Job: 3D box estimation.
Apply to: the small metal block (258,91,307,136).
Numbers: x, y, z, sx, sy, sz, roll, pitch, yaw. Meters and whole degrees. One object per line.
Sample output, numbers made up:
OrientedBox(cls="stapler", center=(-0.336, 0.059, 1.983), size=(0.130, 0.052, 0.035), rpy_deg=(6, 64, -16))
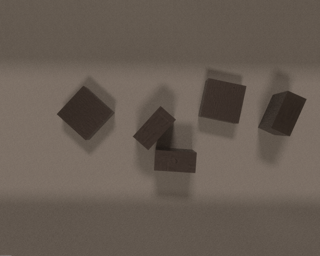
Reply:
OrientedBox(cls="small metal block", center=(0.157, -0.018, 0.401), size=(0.025, 0.050, 0.050), rpy_deg=(24, 90, 0))

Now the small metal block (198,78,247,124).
OrientedBox(cls="small metal block", center=(0.082, -0.035, 0.413), size=(0.050, 0.025, 0.050), rpy_deg=(12, 90, -1))

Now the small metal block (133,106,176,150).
OrientedBox(cls="small metal block", center=(-0.007, 0.000, 0.399), size=(0.025, 0.050, 0.050), rpy_deg=(42, 90, -1))

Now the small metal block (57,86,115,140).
OrientedBox(cls="small metal block", center=(-0.097, -0.019, 0.410), size=(0.050, 0.025, 0.050), rpy_deg=(43, 90, -1))

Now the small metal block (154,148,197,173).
OrientedBox(cls="small metal block", center=(0.019, 0.040, 0.399), size=(0.050, 0.050, 0.025), rpy_deg=(4, 90, -1))
